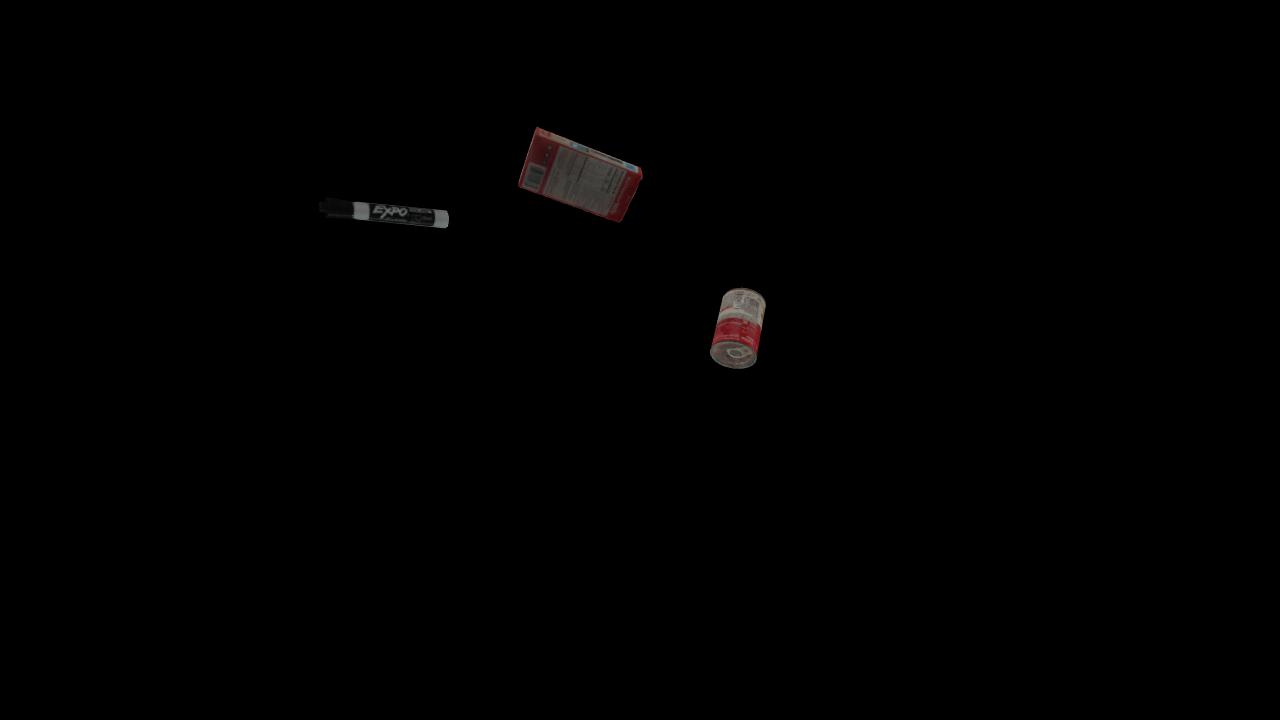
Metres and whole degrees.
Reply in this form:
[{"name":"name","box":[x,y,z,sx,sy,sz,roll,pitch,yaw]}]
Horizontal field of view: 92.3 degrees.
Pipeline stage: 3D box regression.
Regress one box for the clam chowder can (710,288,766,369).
[{"name":"clam chowder can","box":[0.145,-0.047,0.905,0.068,0.102,0.068,12,-31,7]}]

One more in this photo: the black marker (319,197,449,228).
[{"name":"black marker","box":[-0.251,-0.145,0.610,0.121,0.020,0.020,-3,2,-39]}]

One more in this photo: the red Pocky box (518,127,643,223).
[{"name":"red Pocky box","box":[-0.083,-0.253,0.851,0.155,0.083,0.028,16,39,-19]}]
